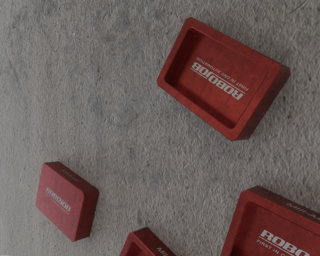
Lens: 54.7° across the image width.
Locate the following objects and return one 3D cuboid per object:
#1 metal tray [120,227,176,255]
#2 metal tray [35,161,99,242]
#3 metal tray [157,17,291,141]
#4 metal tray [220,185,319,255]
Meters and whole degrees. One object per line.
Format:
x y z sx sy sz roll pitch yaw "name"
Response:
-0.002 0.207 0.403 0.130 0.030 0.089 35 111 34 "metal tray"
-0.165 0.123 0.538 0.130 0.030 0.089 23 105 37 "metal tray"
0.064 -0.057 0.348 0.130 0.030 0.089 41 115 32 "metal tray"
0.129 0.123 0.294 0.130 0.030 0.089 23 105 37 "metal tray"
